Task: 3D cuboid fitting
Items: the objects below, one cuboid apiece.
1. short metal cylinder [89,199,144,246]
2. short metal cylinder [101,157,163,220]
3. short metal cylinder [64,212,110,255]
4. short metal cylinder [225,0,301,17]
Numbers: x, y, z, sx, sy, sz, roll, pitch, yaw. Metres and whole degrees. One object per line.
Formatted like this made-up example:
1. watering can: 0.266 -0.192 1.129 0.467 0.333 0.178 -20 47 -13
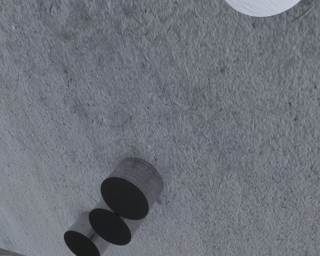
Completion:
1. short metal cylinder: -0.071 0.149 0.521 0.080 0.050 0.079 13 124 21
2. short metal cylinder: -0.042 0.092 0.469 0.080 0.050 0.079 13 124 21
3. short metal cylinder: -0.134 0.207 0.590 0.080 0.050 0.079 13 124 21
4. short metal cylinder: 0.091 -0.139 0.257 0.080 0.050 0.079 13 124 21
